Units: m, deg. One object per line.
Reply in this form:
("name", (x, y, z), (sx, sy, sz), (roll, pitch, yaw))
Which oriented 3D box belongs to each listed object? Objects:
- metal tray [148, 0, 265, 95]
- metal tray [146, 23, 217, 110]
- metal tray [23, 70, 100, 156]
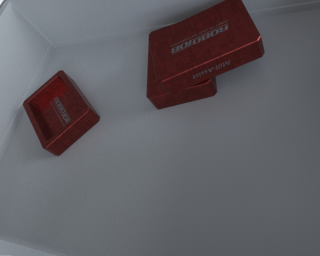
("metal tray", (0.055, -0.106, 0.399), (0.130, 0.030, 0.090), (-21, 54, 14))
("metal tray", (0.029, -0.096, 0.445), (0.090, 0.030, 0.130), (-13, 56, 21))
("metal tray", (-0.163, -0.028, 0.502), (0.090, 0.030, 0.130), (-41, 51, -1))
